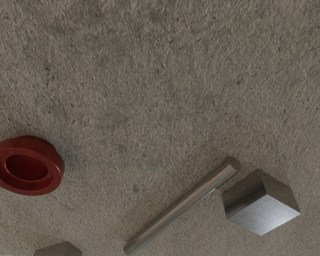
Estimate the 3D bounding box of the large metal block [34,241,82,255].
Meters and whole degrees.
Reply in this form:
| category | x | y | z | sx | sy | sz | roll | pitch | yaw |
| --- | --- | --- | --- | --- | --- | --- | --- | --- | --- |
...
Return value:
| category | x | y | z | sx | sy | sz | roll | pitch | yaw |
| --- | --- | --- | --- | --- | --- | --- | --- | --- | --- |
| large metal block | -0.207 | 0.279 | 0.606 | 0.080 | 0.080 | 0.050 | -20 | 127 | 16 |

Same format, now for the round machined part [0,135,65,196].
| category | x | y | z | sx | sy | sz | roll | pitch | yaw |
| --- | --- | --- | --- | --- | --- | --- | --- | --- | --- |
| round machined part | -0.184 | 0.048 | 0.435 | 0.099 | 0.042 | 0.097 | -1 | 130 | 0 |

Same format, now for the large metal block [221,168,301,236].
| category | x | y | z | sx | sy | sz | roll | pitch | yaw |
| --- | --- | --- | --- | --- | --- | --- | --- | --- | --- |
| large metal block | 0.160 | 0.121 | 0.496 | 0.080 | 0.050 | 0.080 | 30 | 124 | -24 |

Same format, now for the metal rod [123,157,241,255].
| category | x | y | z | sx | sy | sz | roll | pitch | yaw |
| --- | --- | --- | --- | --- | --- | --- | --- | --- | --- |
| metal rod | 0.024 | 0.146 | 0.532 | 0.025 | 0.025 | 0.298 | 28 | 125 | -22 |
